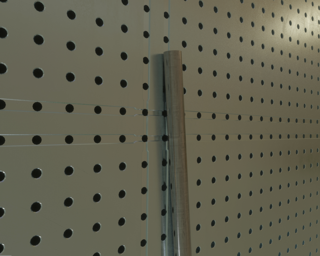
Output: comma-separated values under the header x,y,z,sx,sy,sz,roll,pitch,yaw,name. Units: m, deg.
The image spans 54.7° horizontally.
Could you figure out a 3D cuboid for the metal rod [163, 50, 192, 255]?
x,y,z,sx,sy,sz,roll,pitch,yaw,name
0.025,0.044,0.432,0.025,0.025,0.298,-5,94,-40,metal rod
